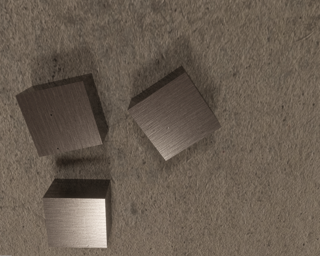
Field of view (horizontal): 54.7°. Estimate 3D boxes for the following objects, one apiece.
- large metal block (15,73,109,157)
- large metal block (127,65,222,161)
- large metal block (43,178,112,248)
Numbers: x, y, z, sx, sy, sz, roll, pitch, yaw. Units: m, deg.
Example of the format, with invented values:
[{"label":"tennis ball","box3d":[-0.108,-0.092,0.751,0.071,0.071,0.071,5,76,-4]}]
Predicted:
[{"label":"large metal block","box3d":[-0.118,-0.017,0.388,0.080,0.050,0.079,-12,110,4]},{"label":"large metal block","box3d":[0.018,-0.020,0.390,0.080,0.050,0.080,-33,107,11]},{"label":"large metal block","box3d":[-0.113,0.120,0.439,0.081,0.050,0.079,1,110,-1]}]
